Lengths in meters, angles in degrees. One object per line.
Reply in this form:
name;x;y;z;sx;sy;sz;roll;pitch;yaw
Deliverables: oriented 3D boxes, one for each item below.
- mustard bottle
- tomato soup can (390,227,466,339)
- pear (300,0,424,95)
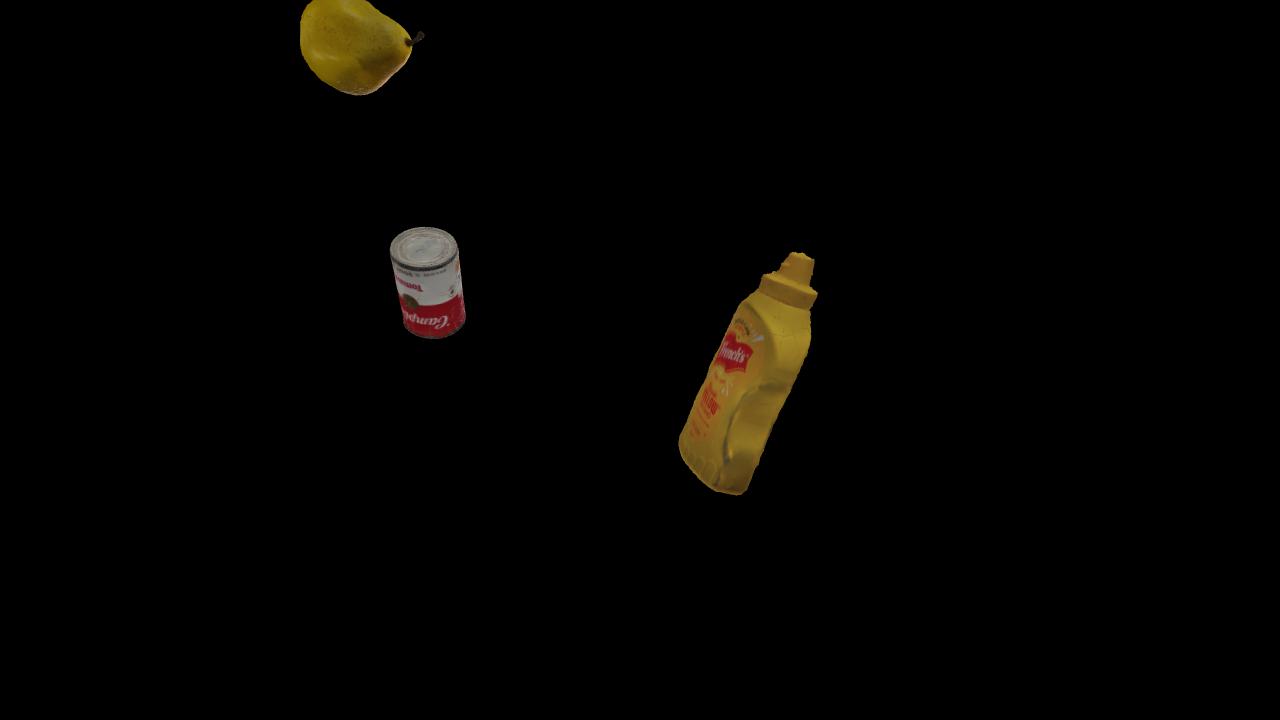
mustard bottle;0.088;0.005;0.474;0.054;0.184;0.092;17;18;-12
tomato soup can;-0.222;-0.081;0.652;0.068;0.068;0.101;0;-42;-11
pear;-0.232;-0.269;0.533;0.111;0.080;0.080;17;4;12
